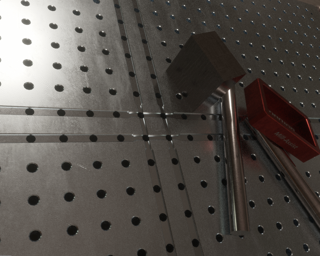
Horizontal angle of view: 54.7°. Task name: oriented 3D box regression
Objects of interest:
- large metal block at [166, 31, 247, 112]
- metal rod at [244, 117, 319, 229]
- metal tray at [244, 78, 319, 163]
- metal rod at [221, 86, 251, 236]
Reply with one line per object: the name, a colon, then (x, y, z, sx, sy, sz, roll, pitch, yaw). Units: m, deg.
large metal block: (0.066, -0.083, 0.461, 0.050, 0.080, 0.080, -23, 74, -36)
metal rod: (0.223, 0.104, 0.467, 0.025, 0.025, 0.299, -22, 74, -36)
metal tray: (0.194, -0.012, 0.494, 0.130, 0.030, 0.090, 32, 40, -21)
metal rod: (0.107, 0.005, 0.465, 0.025, 0.025, 0.300, 16, 55, -19)
